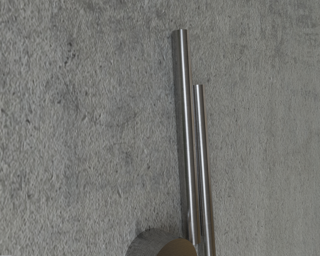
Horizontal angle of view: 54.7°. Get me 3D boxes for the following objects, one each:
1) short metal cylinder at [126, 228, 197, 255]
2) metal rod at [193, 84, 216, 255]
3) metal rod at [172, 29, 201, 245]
[{"bbox_3d":[0.002,0.174,0.392,0.081,0.050,0.079,0,90,-40],"label":"short metal cylinder"},{"bbox_3d":[0.064,0.086,0.461,0.025,0.025,0.298,-7,95,-40],"label":"metal rod"},{"bbox_3d":[0.038,0.015,0.438,0.025,0.025,0.298,-6,94,-40],"label":"metal rod"}]
